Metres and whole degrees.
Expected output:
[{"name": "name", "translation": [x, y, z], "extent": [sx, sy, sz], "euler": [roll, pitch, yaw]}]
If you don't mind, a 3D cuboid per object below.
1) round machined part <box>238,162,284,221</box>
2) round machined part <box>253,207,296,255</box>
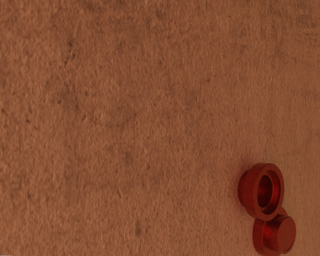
[{"name": "round machined part", "translation": [0.174, 0.109, 0.543], "extent": [0.099, 0.042, 0.097], "euler": [0, 90, -40]}, {"name": "round machined part", "translation": [0.220, 0.196, 0.583], "extent": [0.099, 0.042, 0.097], "euler": [0, 90, -40]}]
